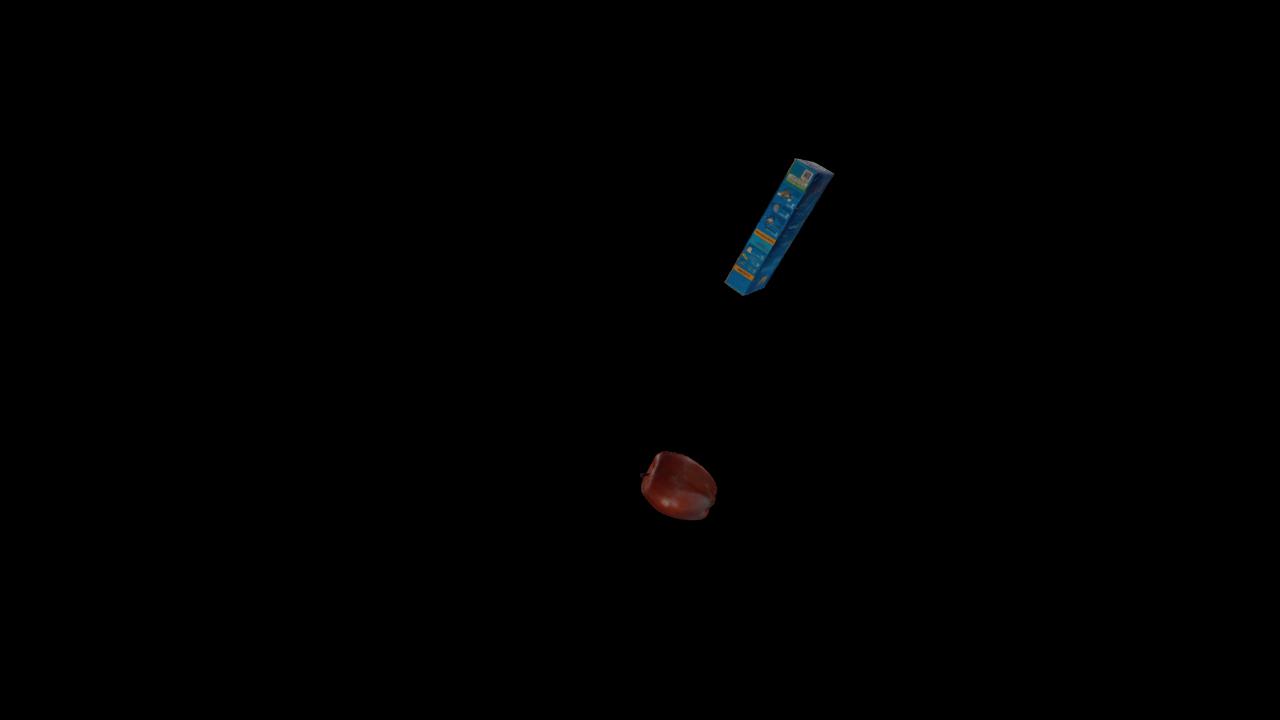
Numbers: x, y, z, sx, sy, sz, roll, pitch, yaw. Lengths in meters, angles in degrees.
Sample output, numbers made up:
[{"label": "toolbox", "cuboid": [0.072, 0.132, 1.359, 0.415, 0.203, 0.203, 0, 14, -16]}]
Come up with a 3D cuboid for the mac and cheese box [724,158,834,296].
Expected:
[{"label": "mac and cheese box", "cuboid": [0.187, -0.177, 0.831, 0.041, 0.184, 0.093, 37, 29, 16]}]

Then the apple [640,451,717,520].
[{"label": "apple", "cuboid": [0.045, 0.153, 0.743, 0.093, 0.079, 0.079, 23, 1, 2]}]
